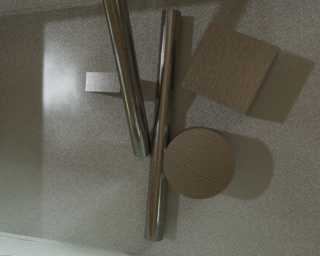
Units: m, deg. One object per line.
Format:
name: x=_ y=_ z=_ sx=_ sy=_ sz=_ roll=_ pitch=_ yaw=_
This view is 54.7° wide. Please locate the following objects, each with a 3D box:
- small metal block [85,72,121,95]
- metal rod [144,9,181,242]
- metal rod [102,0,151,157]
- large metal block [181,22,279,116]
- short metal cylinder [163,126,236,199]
small metal block: x=-0.064 y=-0.059 z=0.419 sx=0.050 sy=0.050 sz=0.025 roll=4 pitch=92 yaw=19
metal rod: x=0.003 y=-0.002 z=0.408 sx=0.025 sy=0.025 sz=0.298 roll=5 pitch=92 yaw=19
metal rod: x=-0.042 y=-0.096 z=0.349 sx=0.025 sy=0.025 sz=0.298 roll=3 pitch=121 yaw=20
large metal block: x=0.083 y=-0.067 z=0.367 sx=0.080 sy=0.050 sz=0.080 roll=27 pitch=99 yaw=17
short metal cylinder: x=0.046 y=0.039 z=0.370 sx=0.080 sy=0.050 sz=0.079 roll=0 pitch=93 yaw=4
